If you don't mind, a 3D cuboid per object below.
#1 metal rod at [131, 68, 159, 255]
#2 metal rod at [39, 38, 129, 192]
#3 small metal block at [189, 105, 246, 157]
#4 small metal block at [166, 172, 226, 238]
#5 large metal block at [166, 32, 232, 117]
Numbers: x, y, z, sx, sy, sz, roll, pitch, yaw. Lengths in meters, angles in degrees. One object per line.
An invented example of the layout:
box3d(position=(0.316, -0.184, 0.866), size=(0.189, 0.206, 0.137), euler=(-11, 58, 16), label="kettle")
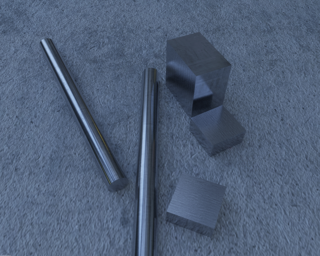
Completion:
box3d(position=(-0.015, 0.032, 0.375), size=(0.025, 0.025, 0.300), euler=(0, 50, 0), label="metal rod")
box3d(position=(-0.118, -0.037, 0.432), size=(0.025, 0.025, 0.300), euler=(-22, 54, -18), label="metal rod")
box3d(position=(0.073, 0.003, 0.402), size=(0.050, 0.025, 0.050), euler=(-22, 54, -18), label="small metal block")
box3d(position=(0.039, 0.082, 0.335), size=(0.050, 0.025, 0.050), euler=(17, 52, 13), label="small metal block")
box3d(position=(0.049, -0.072, 0.429), size=(0.050, 0.080, 0.080), euler=(-20, 53, -16), label="large metal block")
